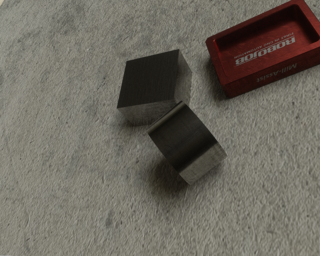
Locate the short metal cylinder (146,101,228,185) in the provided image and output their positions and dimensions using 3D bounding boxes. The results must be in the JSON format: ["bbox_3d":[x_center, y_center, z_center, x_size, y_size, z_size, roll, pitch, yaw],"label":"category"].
[{"bbox_3d":[0.029,0.016,0.344,0.050,0.080,0.080,-39,51,2],"label":"short metal cylinder"}]

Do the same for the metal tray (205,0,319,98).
[{"bbox_3d":[0.132,-0.101,0.393,0.130,0.030,0.090,-21,54,15],"label":"metal tray"}]

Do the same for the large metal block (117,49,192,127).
[{"bbox_3d":[-0.005,-0.053,0.423,0.080,0.050,0.080,-7,59,24],"label":"large metal block"}]
